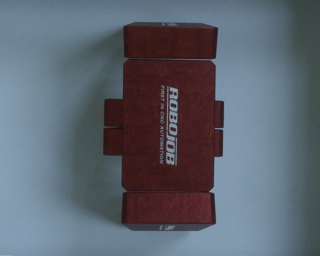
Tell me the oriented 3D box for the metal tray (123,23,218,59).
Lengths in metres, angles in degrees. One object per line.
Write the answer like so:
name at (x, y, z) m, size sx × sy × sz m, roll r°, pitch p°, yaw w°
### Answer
metal tray at (0.010, -0.104, 0.357) m, size 0.091 × 0.130 × 0.030 m, roll 1°, pitch 111°, yaw 0°

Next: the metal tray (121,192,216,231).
metal tray at (0.008, 0.099, 0.356) m, size 0.091 × 0.130 × 0.030 m, roll 0°, pitch 69°, yaw -1°

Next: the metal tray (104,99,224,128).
metal tray at (0.005, -0.016, 0.378) m, size 0.131 × 0.090 × 0.030 m, roll 1°, pitch 90°, yaw 0°

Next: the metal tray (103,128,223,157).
metal tray at (0.004, 0.015, 0.378) m, size 0.131 × 0.090 × 0.030 m, roll 1°, pitch 90°, yaw 0°

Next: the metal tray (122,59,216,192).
metal tray at (0.008, -0.002, 0.317) m, size 0.091 × 0.030 × 0.129 m, roll 1°, pitch 90°, yaw -1°
